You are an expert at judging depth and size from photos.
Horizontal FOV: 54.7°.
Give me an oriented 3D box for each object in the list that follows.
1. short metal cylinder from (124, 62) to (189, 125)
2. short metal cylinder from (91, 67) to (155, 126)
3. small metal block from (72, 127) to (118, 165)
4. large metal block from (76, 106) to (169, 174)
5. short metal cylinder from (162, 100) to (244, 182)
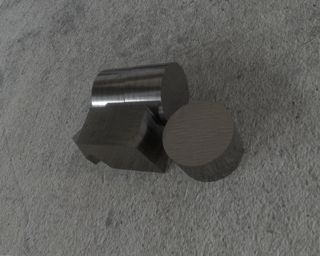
[{"bbox_3d":[-0.002,-0.042,0.398,0.050,0.080,0.080,1,62,29],"label":"short metal cylinder"},{"bbox_3d":[-0.047,-0.042,0.421,0.050,0.080,0.080,1,62,29],"label":"short metal cylinder"},{"bbox_3d":[-0.091,0.016,0.444,0.050,0.025,0.050,-44,51,-3],"label":"small metal block"},{"bbox_3d":[-0.039,0.016,0.382,0.080,0.080,0.050,1,62,28],"label":"large metal block"},{"bbox_3d":[0.050,0.016,0.353,0.080,0.050,0.080,-13,56,21],"label":"short metal cylinder"}]
